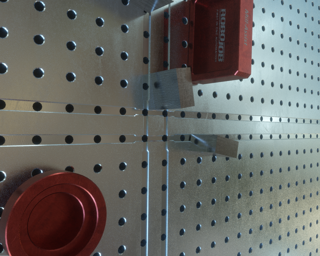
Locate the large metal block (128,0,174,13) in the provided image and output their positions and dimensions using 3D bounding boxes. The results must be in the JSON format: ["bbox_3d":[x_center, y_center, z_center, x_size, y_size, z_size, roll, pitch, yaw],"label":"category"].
[{"bbox_3d":[-0.022,-0.202,0.376,0.080,0.050,0.080,18,79,-39],"label":"large metal block"}]

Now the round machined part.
[{"bbox_3d":[-0.107,0.091,0.310,0.099,0.042,0.097,0,90,-40],"label":"round machined part"}]

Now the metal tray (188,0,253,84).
[{"bbox_3d":[0.084,-0.132,0.438,0.030,0.090,0.129,4,88,-40],"label":"metal tray"}]

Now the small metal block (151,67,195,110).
[{"bbox_3d":[0.016,-0.051,0.408,0.025,0.050,0.050,-13,99,-40],"label":"small metal block"}]

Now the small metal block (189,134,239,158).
[{"bbox_3d":[0.081,0.027,0.463,0.050,0.050,0.025,16,80,-39],"label":"small metal block"}]
